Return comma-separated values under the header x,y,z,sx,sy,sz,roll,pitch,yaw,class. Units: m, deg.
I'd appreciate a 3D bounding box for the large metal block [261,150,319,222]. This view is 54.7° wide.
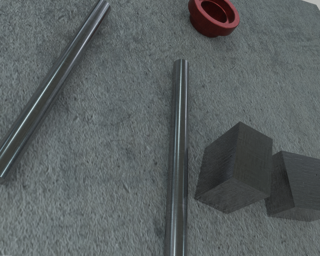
x,y,z,sx,sy,sz,roll,pitch,yaw,class
0.196,0.085,0.444,0.081,0.050,0.080,13,56,-22,large metal block

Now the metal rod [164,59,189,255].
x,y,z,sx,sy,sz,roll,pitch,yaw,class
0.024,0.027,0.402,0.025,0.025,0.300,17,55,-19,metal rod

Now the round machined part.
x,y,z,sx,sy,sz,roll,pitch,yaw,class
0.094,-0.207,0.572,0.099,0.042,0.098,14,56,-21,round machined part

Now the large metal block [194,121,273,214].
x,y,z,sx,sy,sz,roll,pitch,yaw,class
0.092,0.052,0.389,0.050,0.080,0.080,27,52,-12,large metal block

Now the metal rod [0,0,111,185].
x,y,z,sx,sy,sz,roll,pitch,yaw,class
-0.121,-0.068,0.380,0.025,0.025,0.300,26,52,-12,metal rod
